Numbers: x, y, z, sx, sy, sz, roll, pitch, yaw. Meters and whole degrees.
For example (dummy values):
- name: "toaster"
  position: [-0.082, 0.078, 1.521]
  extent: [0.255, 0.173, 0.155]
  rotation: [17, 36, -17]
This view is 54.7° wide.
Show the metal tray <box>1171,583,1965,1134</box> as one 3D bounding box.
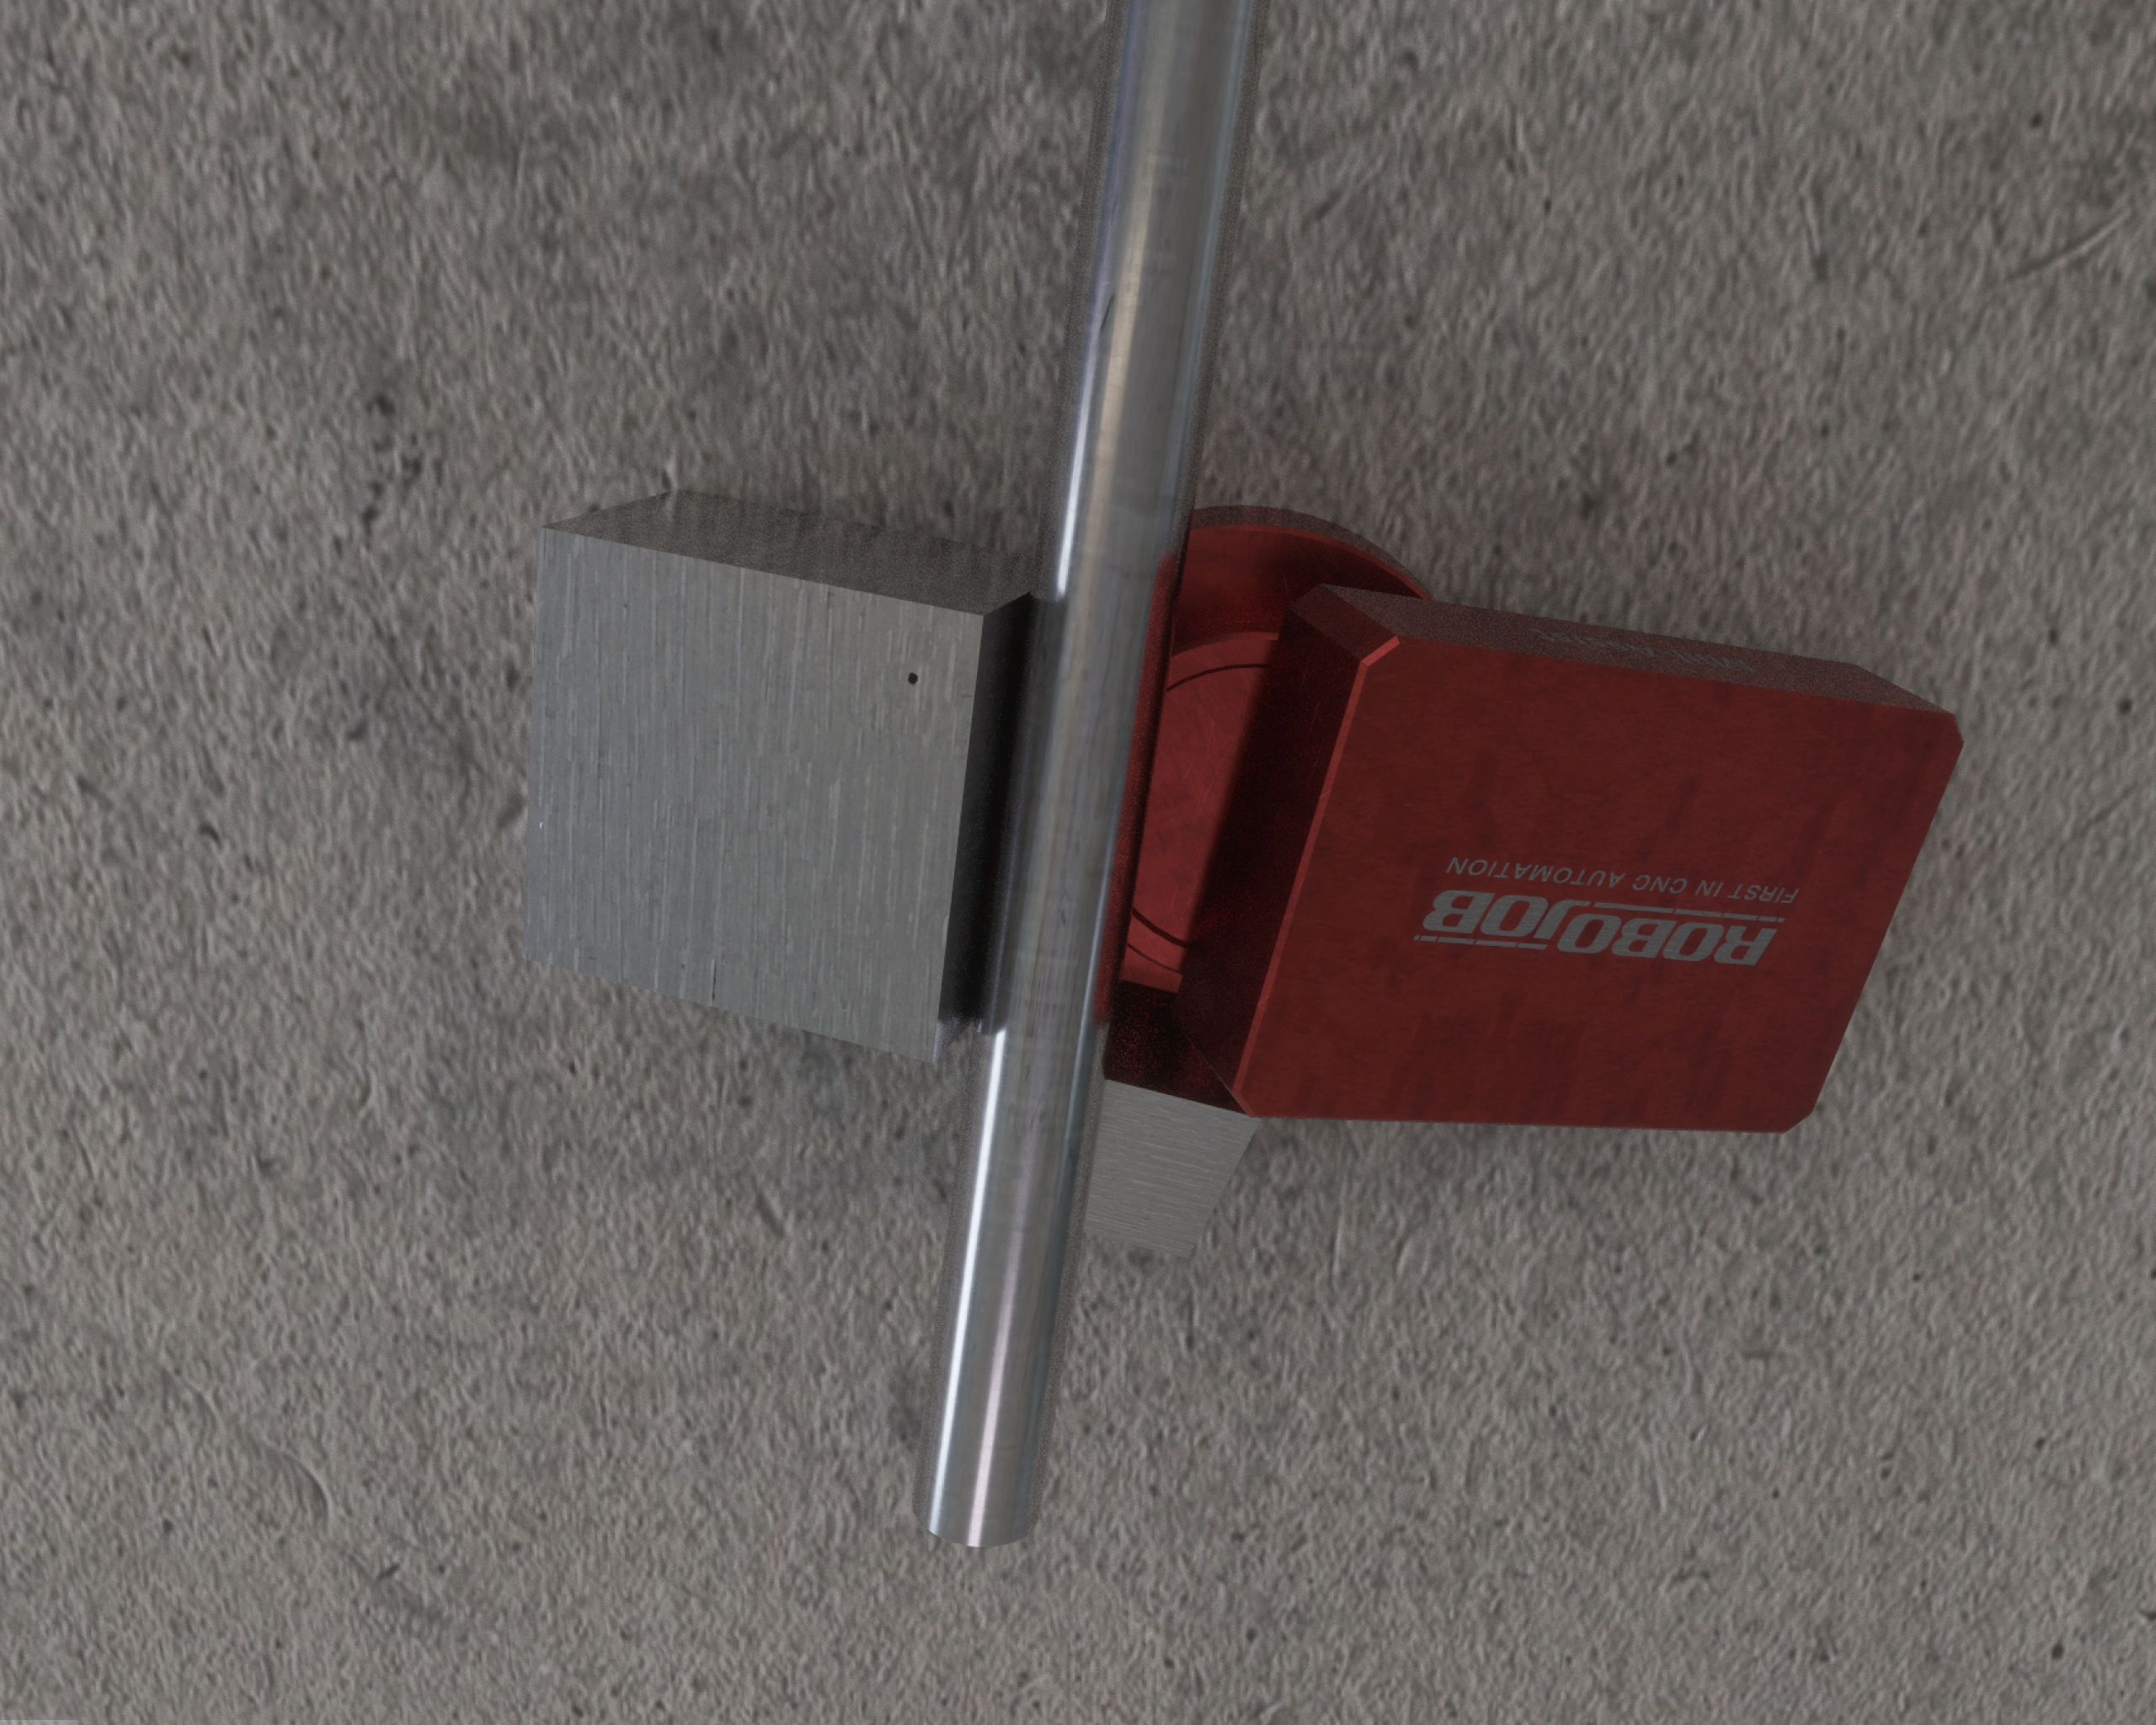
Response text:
- name: "metal tray"
  position: [0.091, 0.003, 0.387]
  extent: [0.131, 0.030, 0.089]
  rotation: [5, 112, -24]

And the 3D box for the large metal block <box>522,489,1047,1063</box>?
- name: "large metal block"
  position: [-0.050, -0.018, 0.379]
  extent: [0.080, 0.050, 0.079]
  rotation: [13, 111, 14]

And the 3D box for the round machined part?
- name: "round machined part"
  position: [0.031, -0.015, 0.396]
  extent: [0.099, 0.042, 0.097]
  rotation: [0, 110, 0]

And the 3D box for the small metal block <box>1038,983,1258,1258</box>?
- name: "small metal block"
  position: [0.006, 0.050, 0.419]
  extent: [0.050, 0.025, 0.050]
  rotation: [15, 135, -5]

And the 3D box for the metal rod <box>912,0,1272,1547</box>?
- name: "metal rod"
  position: [0.000, -0.015, 0.361]
  extent: [0.025, 0.025, 0.298]
  rotation: [7, 108, -3]
